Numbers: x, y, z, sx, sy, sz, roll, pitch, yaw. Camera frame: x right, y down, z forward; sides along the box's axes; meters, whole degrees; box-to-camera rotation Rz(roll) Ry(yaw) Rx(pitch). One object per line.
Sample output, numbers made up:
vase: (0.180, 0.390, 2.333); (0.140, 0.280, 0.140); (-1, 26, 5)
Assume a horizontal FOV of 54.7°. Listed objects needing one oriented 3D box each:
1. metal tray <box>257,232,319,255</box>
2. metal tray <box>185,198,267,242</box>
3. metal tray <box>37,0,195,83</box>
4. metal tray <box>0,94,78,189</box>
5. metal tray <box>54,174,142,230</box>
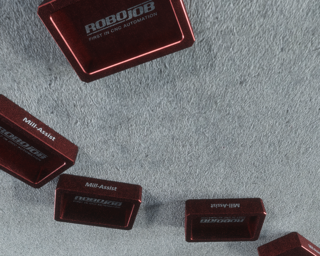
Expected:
metal tray: (0.275, 0.265, 0.632); (0.130, 0.030, 0.090); (36, 121, -27)
metal tray: (0.110, 0.163, 0.543); (0.131, 0.030, 0.089); (-1, 130, 1)
metal tray: (-0.040, -0.107, 0.312); (0.130, 0.030, 0.090); (-17, 129, 13)
metal tray: (-0.191, 0.024, 0.421); (0.090, 0.030, 0.130); (-33, 123, 25)
metal tray: (-0.102, 0.124, 0.507); (0.131, 0.030, 0.089); (11, 129, -9)
